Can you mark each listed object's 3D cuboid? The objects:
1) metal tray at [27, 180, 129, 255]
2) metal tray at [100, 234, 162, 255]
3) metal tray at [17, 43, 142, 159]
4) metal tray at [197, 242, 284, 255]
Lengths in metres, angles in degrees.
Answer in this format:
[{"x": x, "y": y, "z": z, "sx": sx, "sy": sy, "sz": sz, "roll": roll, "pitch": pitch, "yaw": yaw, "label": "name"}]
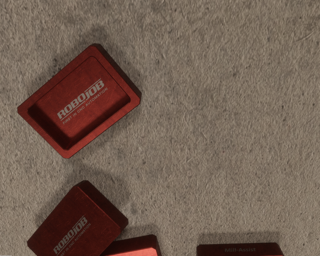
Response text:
[{"x": -0.120, "y": 0.151, "z": 0.446, "sx": 0.090, "sy": 0.030, "sz": 0.130, "roll": 43, "pitch": 105, "yaw": 6, "label": "metal tray"}, {"x": -0.037, "y": 0.238, "z": 0.494, "sx": 0.090, "sy": 0.030, "sz": 0.129, "roll": -12, "pitch": 110, "yaw": 4, "label": "metal tray"}, {"x": -0.100, "y": -0.032, "z": 0.393, "sx": 0.130, "sy": 0.030, "sz": 0.090, "roll": -37, "pitch": 107, "yaw": 12, "label": "metal tray"}, {"x": 0.125, "y": 0.230, "z": 0.493, "sx": 0.131, "sy": 0.030, "sz": 0.089, "roll": -2, "pitch": 110, "yaw": 0, "label": "metal tray"}]
